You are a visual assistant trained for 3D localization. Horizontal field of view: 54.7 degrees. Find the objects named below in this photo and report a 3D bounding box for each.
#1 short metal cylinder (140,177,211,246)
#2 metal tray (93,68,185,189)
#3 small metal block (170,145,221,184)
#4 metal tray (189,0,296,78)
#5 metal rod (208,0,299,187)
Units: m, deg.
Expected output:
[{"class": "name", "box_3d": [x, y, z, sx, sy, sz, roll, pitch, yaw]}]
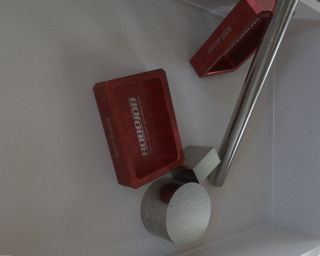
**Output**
[{"class": "short metal cylinder", "box_3d": [0.022, 0.109, 0.411, 0.081, 0.050, 0.079, 0, 91, -40]}, {"class": "metal tray", "box_3d": [-0.022, -0.002, 0.386, 0.091, 0.030, 0.129, -22, 104, -38]}, {"class": "small metal block", "box_3d": [0.047, 0.050, 0.432, 0.050, 0.050, 0.025, -40, 115, -33]}, {"class": "metal tray", "box_3d": [0.112, -0.125, 0.435, 0.091, 0.129, 0.030, -17, 71, -38]}, {"class": "metal rod", "box_3d": [0.119, -0.042, 0.415, 0.025, 0.025, 0.298, -13, 128, -40]}]
